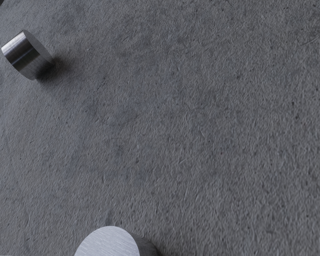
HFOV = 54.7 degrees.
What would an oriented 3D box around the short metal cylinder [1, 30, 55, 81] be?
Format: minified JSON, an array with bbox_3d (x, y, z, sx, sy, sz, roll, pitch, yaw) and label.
[{"bbox_3d":[-0.246,-0.136,0.582,0.050,0.080,0.080,-37,51,3],"label":"short metal cylinder"}]

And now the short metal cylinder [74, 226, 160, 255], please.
[{"bbox_3d":[-0.044,0.148,0.320,0.080,0.050,0.080,-13,56,21],"label":"short metal cylinder"}]
